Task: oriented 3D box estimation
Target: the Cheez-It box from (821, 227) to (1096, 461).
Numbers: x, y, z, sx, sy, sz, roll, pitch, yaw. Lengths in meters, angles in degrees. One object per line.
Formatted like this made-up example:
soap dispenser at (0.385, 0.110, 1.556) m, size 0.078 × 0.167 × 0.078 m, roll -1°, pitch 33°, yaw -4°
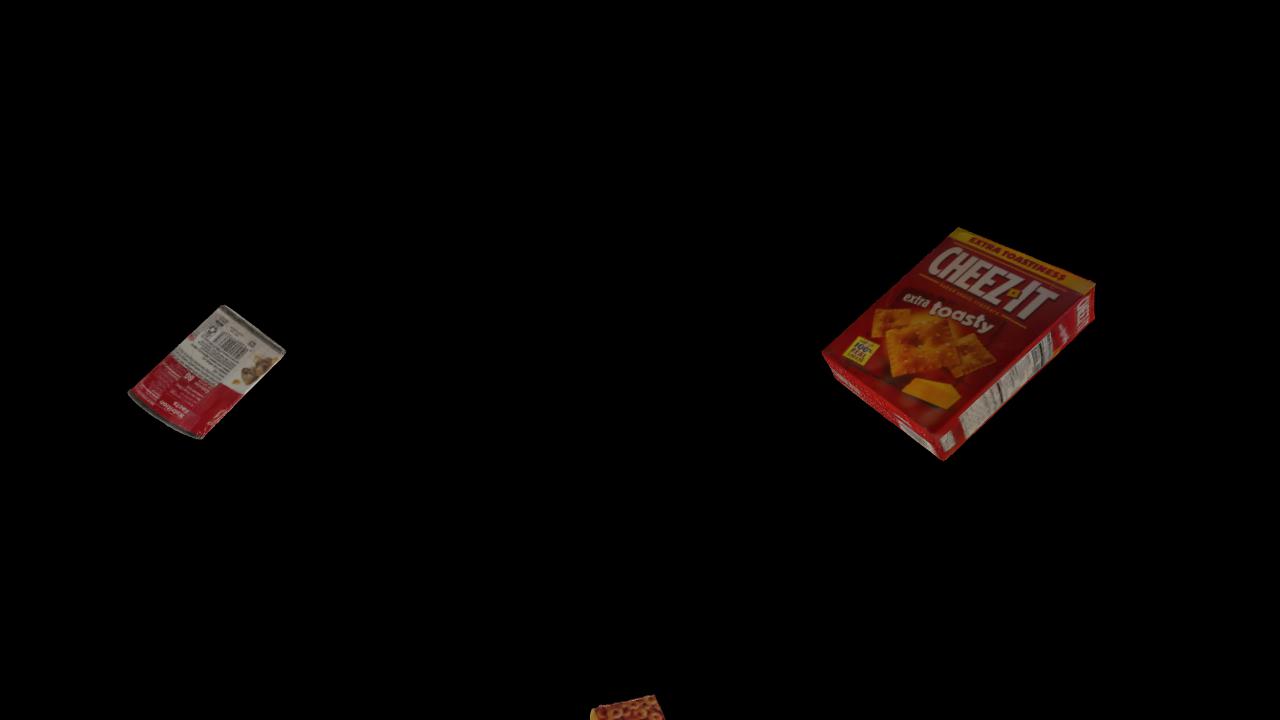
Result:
Cheez-It box at (0.342, -0.025, 0.675) m, size 0.071 × 0.223 × 0.166 m, roll 47°, pitch 1°, yaw -44°

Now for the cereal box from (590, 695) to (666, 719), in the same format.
cereal box at (0.027, 0.472, 0.504) m, size 0.081 × 0.203 × 0.306 m, roll -3°, pitch 13°, yaw -17°

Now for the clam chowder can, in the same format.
clam chowder can at (-0.378, 0.009, 0.543) m, size 0.068 × 0.102 × 0.068 m, roll 33°, pitch -17°, yaw 12°
